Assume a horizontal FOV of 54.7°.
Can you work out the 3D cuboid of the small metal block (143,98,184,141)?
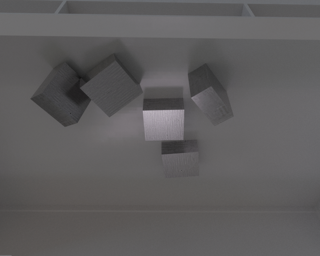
[{"bbox_3d":[0.005,-0.011,0.400,0.050,0.025,0.050,-1,130,1],"label":"small metal block"}]

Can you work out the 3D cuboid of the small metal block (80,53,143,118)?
[{"bbox_3d":[-0.056,-0.049,0.359,0.050,0.025,0.050,-36,123,9],"label":"small metal block"}]

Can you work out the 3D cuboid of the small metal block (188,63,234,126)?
[{"bbox_3d":[0.058,-0.039,0.360,0.025,0.050,0.050,-30,124,23],"label":"small metal block"}]

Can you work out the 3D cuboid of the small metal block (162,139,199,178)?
[{"bbox_3d":[0.030,0.045,0.448,0.050,0.025,0.050,-5,130,3],"label":"small metal block"}]

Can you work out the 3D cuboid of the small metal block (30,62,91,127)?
[{"bbox_3d":[-0.109,-0.038,0.356,0.025,0.050,0.050,-13,133,40],"label":"small metal block"}]
